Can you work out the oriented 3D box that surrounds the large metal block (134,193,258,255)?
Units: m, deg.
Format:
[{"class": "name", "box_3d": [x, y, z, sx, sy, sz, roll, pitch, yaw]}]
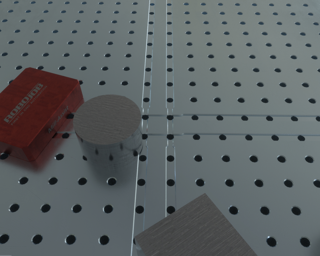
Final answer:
[{"class": "large metal block", "box_3d": [0.033, 0.122, 0.289, 0.081, 0.050, 0.080, -27, 55, -21]}]

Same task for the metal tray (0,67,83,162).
[{"class": "metal tray", "box_3d": [-0.178, -0.024, 0.423, 0.090, 0.030, 0.130, 16, 52, 13]}]

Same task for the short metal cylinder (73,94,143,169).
[{"class": "short metal cylinder", "box_3d": [-0.063, 0.004, 0.388, 0.081, 0.050, 0.080, 0, 50, 0]}]
